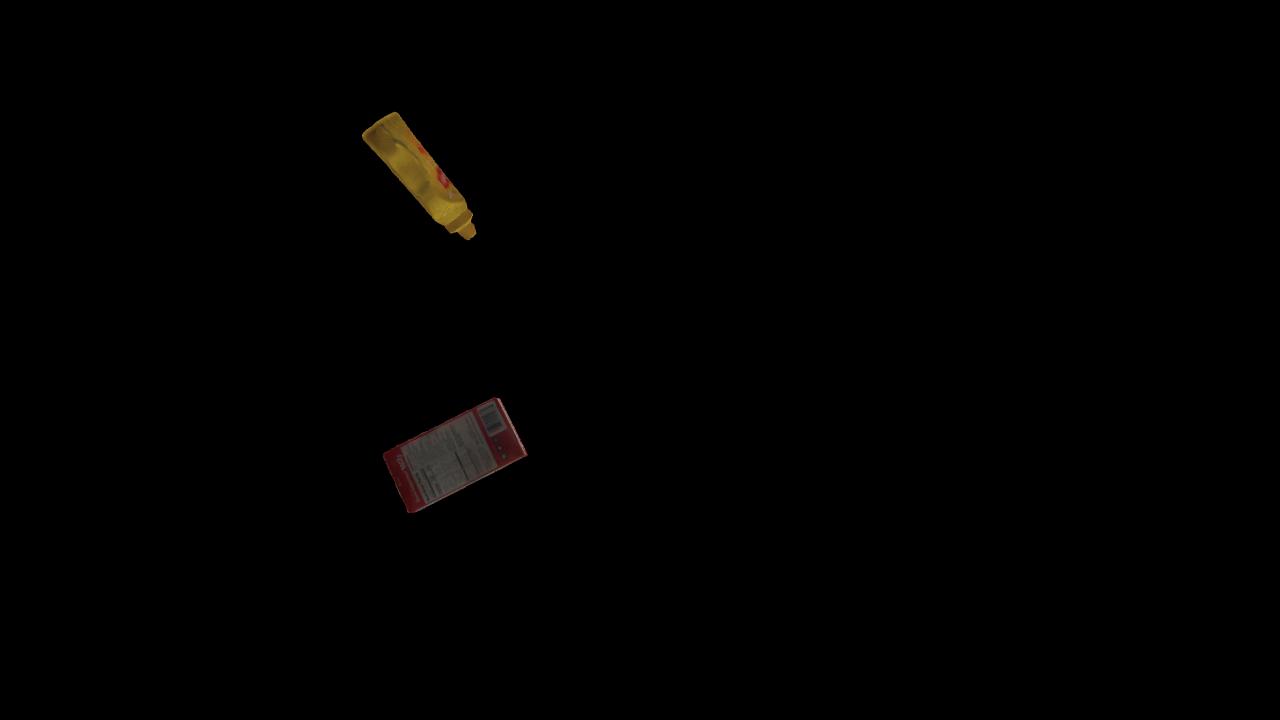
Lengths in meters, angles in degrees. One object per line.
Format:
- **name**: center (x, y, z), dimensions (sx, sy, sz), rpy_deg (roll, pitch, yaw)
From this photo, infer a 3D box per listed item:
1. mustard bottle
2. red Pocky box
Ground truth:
- **mustard bottle**: center (-0.287, -0.239, 0.830), dimensions (0.054, 0.184, 0.092), rpy_deg (-36, 26, 2)
- **red Pocky box**: center (-0.225, 0.115, 0.754), dimensions (0.155, 0.083, 0.028), rpy_deg (-27, -6, -4)
